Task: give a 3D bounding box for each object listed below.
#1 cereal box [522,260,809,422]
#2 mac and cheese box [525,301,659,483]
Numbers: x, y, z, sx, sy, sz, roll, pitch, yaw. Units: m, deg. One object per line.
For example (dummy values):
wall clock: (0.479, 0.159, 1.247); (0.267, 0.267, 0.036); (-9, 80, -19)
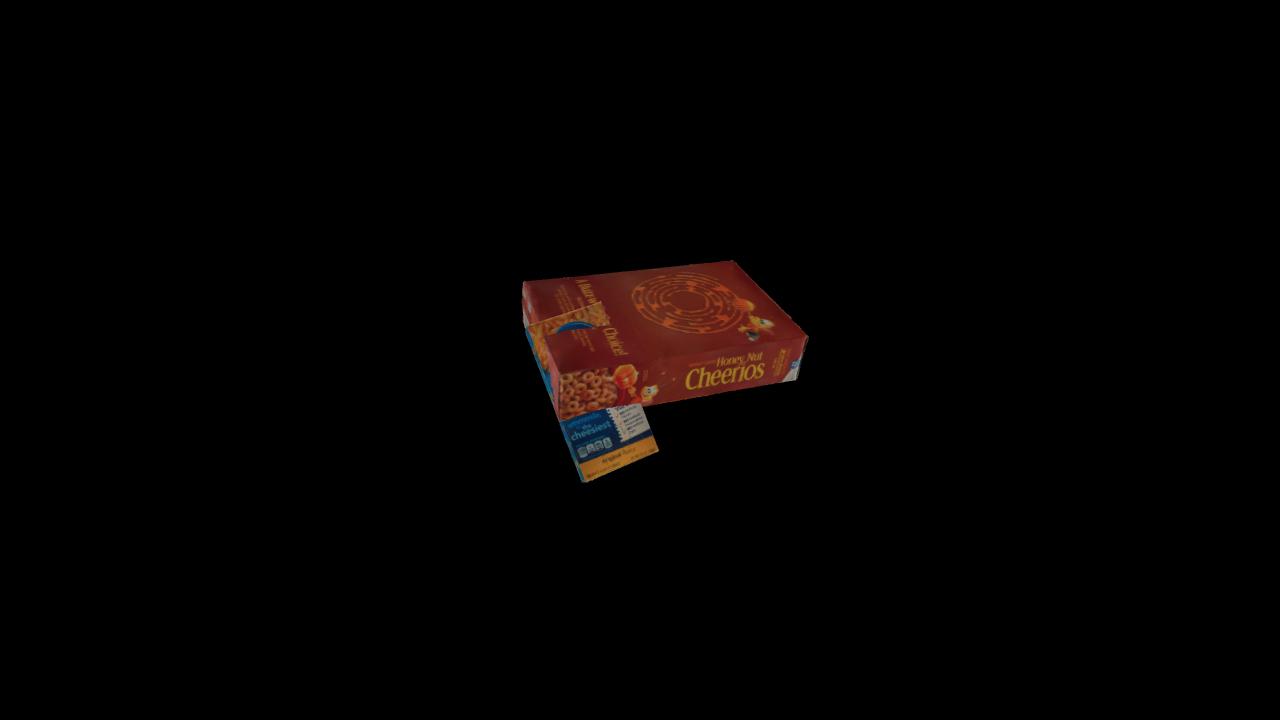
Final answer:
cereal box: (0.023, -0.036, 0.764); (0.306, 0.081, 0.203); (-8, 38, -19)
mac and cheese box: (-0.055, 0.035, 0.694); (0.093, 0.184, 0.041); (-21, -5, -15)
